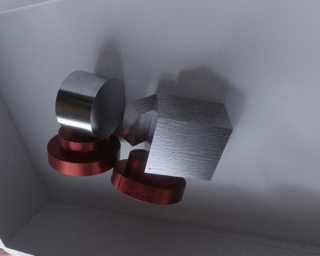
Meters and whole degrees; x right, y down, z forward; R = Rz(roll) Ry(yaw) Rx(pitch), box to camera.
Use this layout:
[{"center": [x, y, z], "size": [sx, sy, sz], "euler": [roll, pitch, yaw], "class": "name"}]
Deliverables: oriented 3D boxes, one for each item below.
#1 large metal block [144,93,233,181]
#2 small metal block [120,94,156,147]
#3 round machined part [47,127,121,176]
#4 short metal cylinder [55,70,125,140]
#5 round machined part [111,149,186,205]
[{"center": [0.029, 0.012, 0.364], "size": [0.081, 0.050, 0.079], "euler": [9, 126, -8], "class": "large metal block"}, {"center": [-0.019, -0.010, 0.391], "size": [0.025, 0.050, 0.050], "euler": [39, 132, 28], "class": "small metal block"}, {"center": [-0.104, 0.021, 0.428], "size": [0.098, 0.098, 0.042], "euler": [16, 118, 19], "class": "round machined part"}, {"center": [-0.087, -0.030, 0.399], "size": [0.050, 0.080, 0.079], "euler": [16, 125, 19], "class": "short metal cylinder"}, {"center": [-0.012, 0.059, 0.409], "size": [0.098, 0.098, 0.042], "euler": [19, 101, 17], "class": "round machined part"}]
